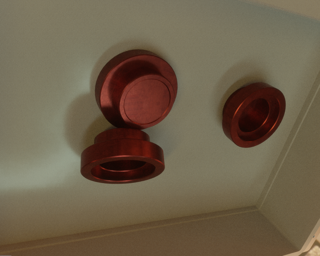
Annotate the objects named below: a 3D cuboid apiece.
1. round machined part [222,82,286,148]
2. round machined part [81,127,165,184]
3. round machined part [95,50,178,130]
[{"bbox_3d":[0.133,-0.023,0.459,0.099,0.042,0.097,-14,125,-21],"label":"round machined part"},{"bbox_3d":[-0.045,0.033,0.375,0.099,0.042,0.098,-5,153,-2],"label":"round machined part"},{"bbox_3d":[-0.022,-0.038,0.363,0.099,0.042,0.097,-14,125,-21],"label":"round machined part"}]
